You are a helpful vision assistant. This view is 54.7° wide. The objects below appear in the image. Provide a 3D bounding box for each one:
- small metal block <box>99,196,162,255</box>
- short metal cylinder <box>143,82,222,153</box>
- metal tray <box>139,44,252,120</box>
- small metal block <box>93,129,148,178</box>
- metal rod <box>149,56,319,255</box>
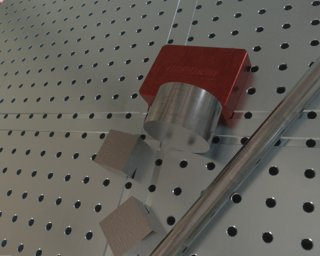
[{"bbox_3d":[-0.034,0.116,0.354,0.050,0.025,0.050,-40,51,1],"label":"small metal block"},{"bbox_3d":[0.027,-0.010,0.364,0.080,0.080,0.050,9,66,31],"label":"short metal cylinder"},{"bbox_3d":[0.046,-0.067,0.421,0.130,0.030,0.090,14,68,33],"label":"metal tray"},{"bbox_3d":[-0.052,0.033,0.414,0.050,0.025,0.050,13,68,33],"label":"small metal block"},{"bbox_3d":[0.091,0.037,0.336,0.300,0.025,0.025,-48,52,-6],"label":"metal rod"}]
